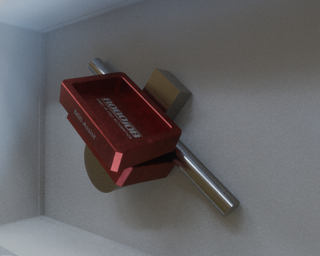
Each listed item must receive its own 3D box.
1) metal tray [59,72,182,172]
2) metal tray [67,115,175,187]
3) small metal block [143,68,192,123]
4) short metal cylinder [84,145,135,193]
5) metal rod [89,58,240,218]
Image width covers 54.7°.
[{"bbox_3d":[-0.049,-0.015,0.368,0.130,0.091,0.030,47,135,29],"label":"metal tray"},{"bbox_3d":[-0.050,0.013,0.401,0.130,0.091,0.030,47,118,29],"label":"metal tray"},{"bbox_3d":[0.005,-0.041,0.399,0.050,0.025,0.050,48,118,29],"label":"small metal block"},{"bbox_3d":[-0.061,0.044,0.430,0.080,0.050,0.079,10,104,44],"label":"short metal cylinder"},{"bbox_3d":[-0.011,-0.005,0.414,0.300,0.025,0.025,46,118,29],"label":"metal rod"}]
